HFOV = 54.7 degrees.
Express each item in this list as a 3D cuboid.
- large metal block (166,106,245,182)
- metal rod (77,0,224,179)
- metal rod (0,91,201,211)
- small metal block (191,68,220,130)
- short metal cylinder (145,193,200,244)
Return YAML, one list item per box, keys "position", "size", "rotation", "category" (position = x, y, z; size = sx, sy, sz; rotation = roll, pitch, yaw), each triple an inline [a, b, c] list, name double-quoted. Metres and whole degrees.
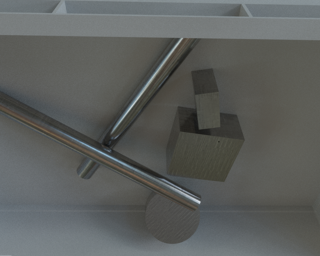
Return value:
- position: [0.056, 0.023, 0.413]
  size: [0.081, 0.050, 0.079]
  rotation: [8, 130, -7]
  category: "large metal block"
- position: [-0.030, -0.029, 0.384]
  size: [0.025, 0.025, 0.298]
  rotation: [27, 125, -21]
  category: "metal rod"
- position: [-0.079, 0.033, 0.403]
  size: [0.301, 0.025, 0.025]
  rotation: [29, 125, -11]
  category: "metal rod"
- position: [0.054, -0.034, 0.364]
  size: [0.025, 0.050, 0.050]
  rotation: [-7, 130, 6]
  category: "small metal block"
- position: [0.017, 0.130, 0.477]
  size: [0.081, 0.050, 0.080]
  rotation: [0, 87, -4]
  category: "short metal cylinder"
